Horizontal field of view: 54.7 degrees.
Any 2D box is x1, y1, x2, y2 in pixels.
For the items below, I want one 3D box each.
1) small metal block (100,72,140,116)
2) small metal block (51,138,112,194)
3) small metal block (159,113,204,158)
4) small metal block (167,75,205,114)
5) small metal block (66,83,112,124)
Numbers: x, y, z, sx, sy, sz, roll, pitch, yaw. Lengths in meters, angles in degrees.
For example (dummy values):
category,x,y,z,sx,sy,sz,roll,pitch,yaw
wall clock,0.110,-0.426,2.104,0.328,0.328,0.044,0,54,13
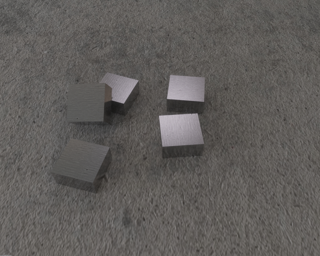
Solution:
category,x,y,z,sx,sy,sz,roll,pitch,yaw
small metal block,-0.063,-0.049,0.444,0.050,0.025,0.050,16,52,13
small metal block,-0.090,0.044,0.365,0.050,0.025,0.050,12,51,10
small metal block,0.026,0.010,0.395,0.050,0.025,0.050,-4,50,-3
small metal block,0.037,-0.048,0.444,0.050,0.025,0.050,5,50,4
small metal block,-0.093,-0.031,0.409,0.050,0.025,0.050,0,82,11
